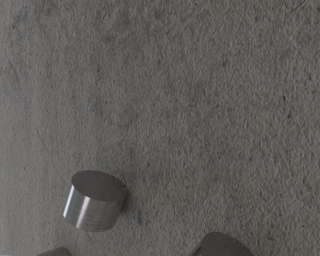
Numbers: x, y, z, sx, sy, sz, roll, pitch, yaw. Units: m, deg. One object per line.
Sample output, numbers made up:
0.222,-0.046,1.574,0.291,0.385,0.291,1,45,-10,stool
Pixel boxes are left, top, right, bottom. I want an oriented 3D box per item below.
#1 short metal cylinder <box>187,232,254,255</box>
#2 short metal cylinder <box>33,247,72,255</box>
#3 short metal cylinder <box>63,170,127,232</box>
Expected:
0.062,0.156,0.318,0.080,0.081,0.050,48,118,29,short metal cylinder
-0.192,0.258,0.547,0.080,0.050,0.080,0,90,40,short metal cylinder
-0.093,0.103,0.446,0.080,0.081,0.050,32,110,35,short metal cylinder
